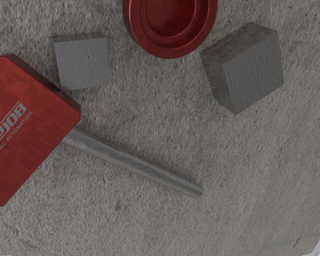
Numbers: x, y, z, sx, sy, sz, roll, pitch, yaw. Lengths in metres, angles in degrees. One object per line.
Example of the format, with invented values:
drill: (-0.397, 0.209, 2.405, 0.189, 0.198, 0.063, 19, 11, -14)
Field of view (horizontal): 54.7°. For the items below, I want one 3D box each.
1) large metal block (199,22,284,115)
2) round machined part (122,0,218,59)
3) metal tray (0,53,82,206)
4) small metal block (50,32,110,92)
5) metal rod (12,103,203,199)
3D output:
large metal block: (0.108, -0.077, 0.402, 0.080, 0.050, 0.080, -32, 129, -7)
round machined part: (0.007, -0.125, 0.322, 0.099, 0.042, 0.097, -14, 124, -21)
metal tray: (-0.153, 0.004, 0.304, 0.090, 0.030, 0.130, 40, 96, -20)
small metal block: (-0.082, -0.069, 0.320, 0.050, 0.025, 0.050, -13, 124, -22)
metal rod: (-0.043, 0.043, 0.410, 0.301, 0.025, 0.025, 30, 102, -38)
